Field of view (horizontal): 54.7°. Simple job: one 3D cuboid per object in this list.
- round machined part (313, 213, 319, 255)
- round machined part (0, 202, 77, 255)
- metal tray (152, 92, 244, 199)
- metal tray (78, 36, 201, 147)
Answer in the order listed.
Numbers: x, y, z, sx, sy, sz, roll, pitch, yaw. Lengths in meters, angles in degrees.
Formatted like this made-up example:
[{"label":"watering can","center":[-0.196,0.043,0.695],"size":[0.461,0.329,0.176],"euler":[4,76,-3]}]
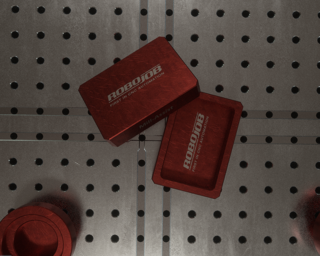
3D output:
[{"label":"round machined part","center":[0.250,0.139,0.408],"size":[0.099,0.042,0.097],"euler":[0,90,-1]},{"label":"round machined part","center":[-0.158,0.144,0.403],"size":[0.099,0.042,0.097],"euler":[0,90,-1]},{"label":"metal tray","center":[0.048,0.019,0.411],"size":[0.091,0.030,0.129],"euler":[15,90,-1]},{"label":"metal tray","center":[-0.027,-0.047,0.393],"size":[0.130,0.030,0.090],"euler":[-32,65,-1]}]
